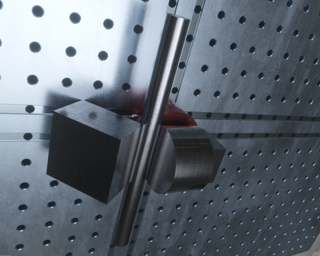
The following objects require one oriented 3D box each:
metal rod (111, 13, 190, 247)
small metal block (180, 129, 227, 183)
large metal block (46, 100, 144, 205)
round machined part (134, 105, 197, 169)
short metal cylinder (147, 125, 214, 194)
[{"bbox_3d":[-0.019,0.022,0.362,0.025,0.025,0.298,1,118,-29],"label":"metal rod"},{"bbox_3d":[0.052,0.035,0.392,0.025,0.050,0.050,1,118,-30],"label":"small metal block"},{"bbox_3d":[-0.073,0.024,0.344,0.050,0.080,0.079,-39,148,-61],"label":"large metal block"},{"bbox_3d":[-0.001,0.014,0.408,0.099,0.042,0.097,-14,125,-21],"label":"round machined part"},{"bbox_3d":[0.019,0.036,0.371,0.050,0.080,0.079,1,118,-29],"label":"short metal cylinder"}]
